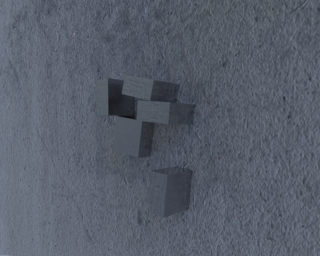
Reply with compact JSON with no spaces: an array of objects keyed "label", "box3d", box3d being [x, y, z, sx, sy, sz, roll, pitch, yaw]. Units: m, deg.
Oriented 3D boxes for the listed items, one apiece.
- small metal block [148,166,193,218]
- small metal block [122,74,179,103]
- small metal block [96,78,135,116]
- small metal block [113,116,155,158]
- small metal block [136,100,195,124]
[{"label":"small metal block","box3d":[0.013,0.076,0.378,0.025,0.050,0.050,8,95,40]},{"label":"small metal block","box3d":[-0.012,-0.050,0.399,0.050,0.050,0.025,17,101,38]},{"label":"small metal block","box3d":[-0.063,-0.042,0.440,0.025,0.050,0.050,-2,89,40]},{"label":"small metal block","box3d":[-0.037,0.011,0.436,0.050,0.025,0.050,12,98,39]},{"label":"small metal block","box3d":[0.007,-0.019,0.383,0.050,0.050,0.025,7,95,40]}]
